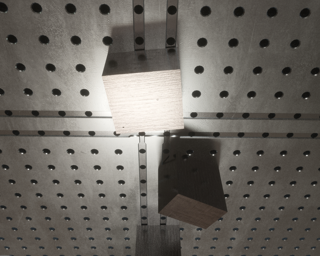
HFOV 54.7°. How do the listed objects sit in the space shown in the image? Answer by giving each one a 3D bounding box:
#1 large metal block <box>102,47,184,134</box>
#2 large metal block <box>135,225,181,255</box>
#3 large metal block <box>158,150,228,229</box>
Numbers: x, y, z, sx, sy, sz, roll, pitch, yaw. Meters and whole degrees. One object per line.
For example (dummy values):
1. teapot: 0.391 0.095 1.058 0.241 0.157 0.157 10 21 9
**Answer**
1. large metal block: -0.016 -0.042 0.359 0.080 0.050 0.080 -5 130 3
2. large metal block: -0.003 0.228 0.570 0.081 0.080 0.050 -1 130 0
3. large metal block: 0.045 0.090 0.453 0.080 0.080 0.050 24 126 -20
